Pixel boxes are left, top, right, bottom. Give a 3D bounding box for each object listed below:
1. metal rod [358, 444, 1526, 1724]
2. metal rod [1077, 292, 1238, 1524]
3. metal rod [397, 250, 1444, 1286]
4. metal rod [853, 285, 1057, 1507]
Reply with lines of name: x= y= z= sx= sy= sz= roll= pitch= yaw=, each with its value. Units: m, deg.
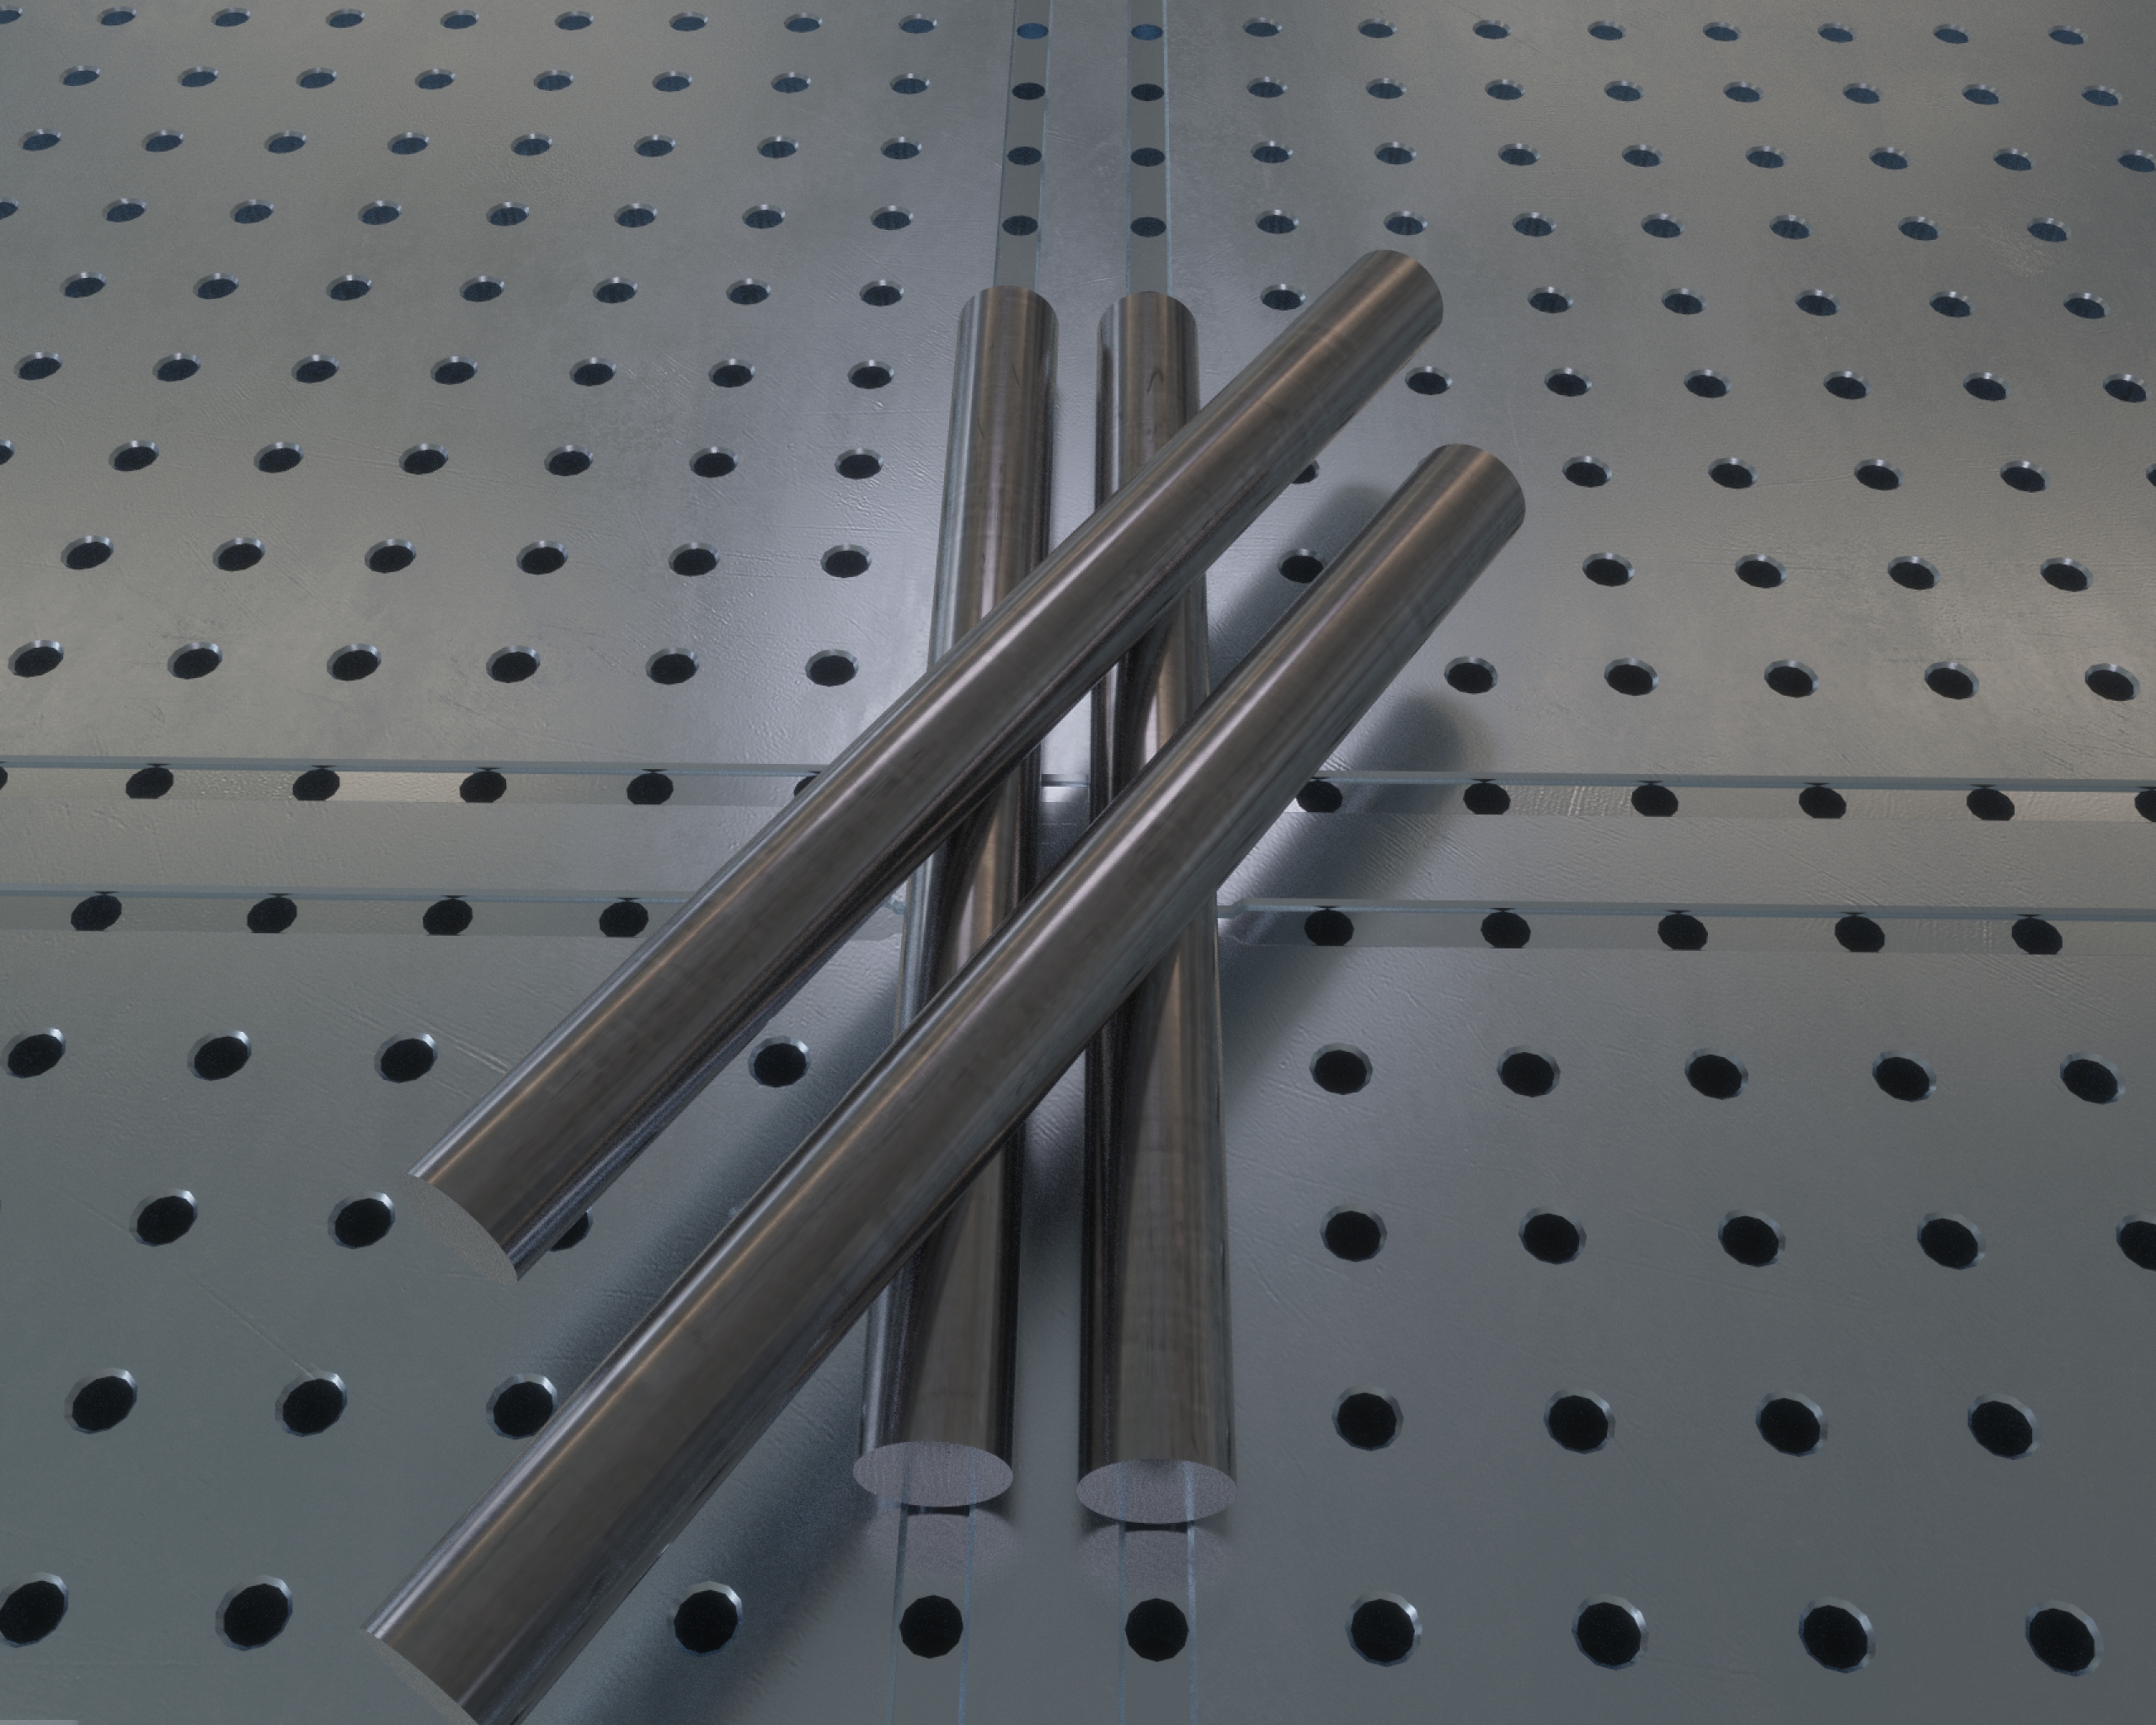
metal rod: x=-0.002 y=0.017 z=0.361 sx=0.025 sy=0.025 sz=0.301 roll=28 pitch=55 yaw=21
metal rod: x=0.015 y=-0.016 z=0.422 sx=0.025 sy=0.025 sz=0.300 roll=1 pitch=50 yaw=1
metal rod: x=-0.012 y=-0.037 z=0.407 sx=0.025 sy=0.025 sz=0.301 roll=28 pitch=55 yaw=21
metal rod: x=-0.020 y=-0.019 z=0.424 sx=0.025 sy=0.025 sz=0.300 roll=1 pitch=50 yaw=1
